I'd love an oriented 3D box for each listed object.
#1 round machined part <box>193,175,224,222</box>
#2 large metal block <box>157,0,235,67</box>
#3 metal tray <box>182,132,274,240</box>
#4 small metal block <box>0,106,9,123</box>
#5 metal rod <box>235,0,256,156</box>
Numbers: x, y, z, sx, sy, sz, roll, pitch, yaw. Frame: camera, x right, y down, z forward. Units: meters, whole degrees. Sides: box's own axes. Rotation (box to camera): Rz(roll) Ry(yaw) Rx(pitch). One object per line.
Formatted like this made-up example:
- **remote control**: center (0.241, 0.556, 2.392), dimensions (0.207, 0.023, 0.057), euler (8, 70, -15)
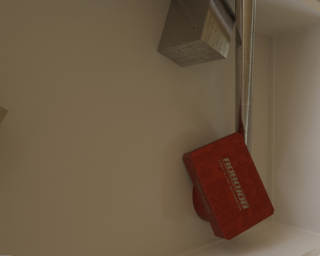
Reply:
- **round machined part**: center (0.100, 0.102, 0.482), dimensions (0.099, 0.042, 0.097), euler (0, 90, -40)
- **large metal block**: center (0.050, -0.134, 0.414), dimensions (0.050, 0.080, 0.080), euler (24, 75, -38)
- **metal tray**: center (0.099, 0.081, 0.449), dimensions (0.091, 0.030, 0.129), euler (-21, 86, -22)
- **small metal block**: center (-0.159, 0.001, 0.258), dimensions (0.025, 0.050, 0.050), euler (37, 67, -34)
- **metal rod**: center (0.123, -0.047, 0.453), dimensions (0.025, 0.025, 0.298), euler (-34, 130, -35)
